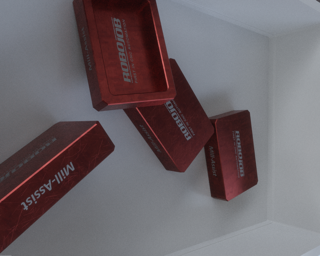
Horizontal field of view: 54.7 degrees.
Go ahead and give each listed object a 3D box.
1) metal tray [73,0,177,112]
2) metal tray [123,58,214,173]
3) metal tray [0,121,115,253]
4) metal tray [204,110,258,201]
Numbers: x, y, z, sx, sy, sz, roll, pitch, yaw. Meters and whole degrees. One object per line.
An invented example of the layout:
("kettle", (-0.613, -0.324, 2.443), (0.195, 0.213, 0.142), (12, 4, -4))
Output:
("metal tray", (-0.039, -0.088, 0.347), (0.091, 0.030, 0.129), (-9, 84, -32))
("metal tray", (0.014, -0.015, 0.417), (0.090, 0.030, 0.130), (-49, 119, -29))
("metal tray", (-0.113, 0.043, 0.270), (0.131, 0.090, 0.030), (-44, 117, -31))
("metal tray", (0.115, 0.041, 0.503), (0.091, 0.030, 0.129), (-16, 100, -39))
